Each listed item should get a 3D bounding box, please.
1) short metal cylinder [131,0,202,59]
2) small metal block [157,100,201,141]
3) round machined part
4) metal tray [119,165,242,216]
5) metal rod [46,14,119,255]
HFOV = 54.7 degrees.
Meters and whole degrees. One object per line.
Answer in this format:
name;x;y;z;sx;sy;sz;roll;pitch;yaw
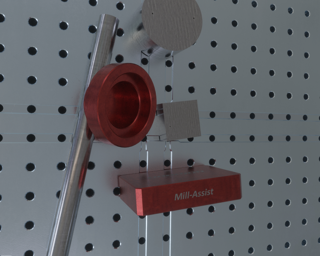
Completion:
short metal cylinder;0.007;-0.134;0.402;0.081;0.050;0.079;0;90;-20
small metal block;0.025;-0.011;0.422;0.050;0.025;0.050;-8;93;-20
round machined part;-0.051;-0.028;0.370;0.099;0.042;0.097;-14;108;-51
metal tray;0.023;0.073;0.386;0.131;0.090;0.030;-4;92;-20
metal rod;-0.093;0.009;0.378;0.025;0.025;0.298;13;86;-20
